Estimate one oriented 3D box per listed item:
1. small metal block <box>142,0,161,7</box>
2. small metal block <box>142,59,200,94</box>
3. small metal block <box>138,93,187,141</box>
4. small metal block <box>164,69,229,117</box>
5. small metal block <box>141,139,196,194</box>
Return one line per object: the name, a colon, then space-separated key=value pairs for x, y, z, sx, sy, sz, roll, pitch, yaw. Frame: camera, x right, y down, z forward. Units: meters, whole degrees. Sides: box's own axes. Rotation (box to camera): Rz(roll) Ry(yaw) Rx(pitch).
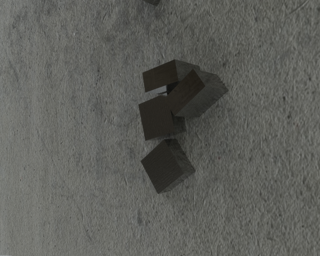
small metal block: x=-0.029 y=-0.192 z=0.412 sx=0.050 sy=0.050 sz=0.025 roll=48 pitch=119 yaw=29
small metal block: x=0.016 y=-0.059 z=0.376 sx=0.050 sy=0.050 sz=0.025 roll=-14 pitch=81 yaw=39
small metal block: x=0.003 y=-0.014 z=0.403 sx=0.050 sy=0.025 sz=0.050 roll=-19 pitch=78 yaw=38
small metal block: x=0.042 y=-0.038 z=0.354 sx=0.050 sy=0.050 sz=0.025 roll=-44 pitch=63 yaw=31
small metal block: x=0.009 y=0.049 z=0.397 sx=0.050 sy=0.025 sz=0.050 roll=-44 pitch=64 yaw=31
